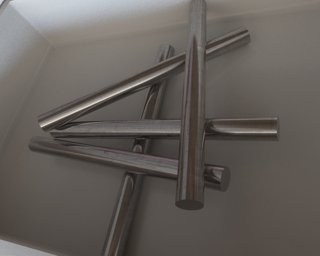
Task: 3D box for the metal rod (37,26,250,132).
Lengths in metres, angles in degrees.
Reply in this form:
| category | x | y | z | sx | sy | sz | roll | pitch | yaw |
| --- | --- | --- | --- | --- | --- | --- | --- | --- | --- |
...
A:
| category | x | y | z | sx | sy | sz | roll | pitch | yaw |
| --- | --- | --- | --- | --- | --- | --- | --- | --- | --- |
| metal rod | -0.021 | -0.067 | 0.420 | 0.301 | 0.025 | 0.025 | -24 | 52 | -1 |

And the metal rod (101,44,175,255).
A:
| category | x | y | z | sx | sy | sz | roll | pitch | yaw |
| --- | --- | --- | --- | --- | --- | --- | --- | --- | --- |
| metal rod | -0.022 | 0.012 | 0.408 | 0.025 | 0.025 | 0.300 | -1 | 61 | 27 |

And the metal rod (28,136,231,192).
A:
| category | x | y | z | sx | sy | sz | roll | pitch | yaw |
| --- | --- | --- | --- | --- | --- | --- | --- | --- | --- |
| metal rod | -0.061 | 0.037 | 0.381 | 0.300 | 0.025 | 0.025 | 6 | 65 | 33 |

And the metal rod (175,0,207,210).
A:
| category | x | y | z | sx | sy | sz | roll | pitch | yaw |
| --- | --- | --- | --- | --- | --- | --- | --- | --- | --- |
| metal rod | 0.040 | -0.054 | 0.357 | 0.025 | 0.025 | 0.300 | -10 | 51 | 22 |

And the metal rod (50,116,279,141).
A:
| category | x | y | z | sx | sy | sz | roll | pitch | yaw |
| --- | --- | --- | --- | --- | --- | --- | --- | --- | --- |
| metal rod | -0.015 | 0.002 | 0.378 | 0.301 | 0.025 | 0.025 | 0 | 62 | 27 |
